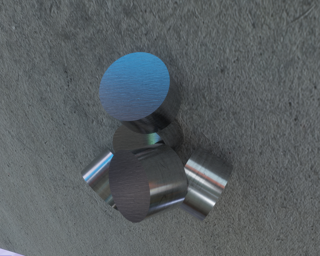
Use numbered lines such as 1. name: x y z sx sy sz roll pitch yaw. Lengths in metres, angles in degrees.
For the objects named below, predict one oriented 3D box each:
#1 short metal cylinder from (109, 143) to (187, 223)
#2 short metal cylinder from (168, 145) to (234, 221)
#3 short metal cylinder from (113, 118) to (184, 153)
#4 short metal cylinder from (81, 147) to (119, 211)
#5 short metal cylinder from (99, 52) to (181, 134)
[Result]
1. short metal cylinder: -0.016 0.060 0.351 0.080 0.050 0.079 11 105 49
2. short metal cylinder: 0.049 0.068 0.389 0.050 0.080 0.079 30 128 8
3. short metal cylinder: -0.015 0.018 0.410 0.080 0.050 0.079 13 123 21
4. short metal cylinder: -0.066 0.072 0.445 0.080 0.050 0.080 44 174 7
5. short metal cylinder: -0.021 -0.038 0.352 0.080 0.080 0.050 13 167 21
